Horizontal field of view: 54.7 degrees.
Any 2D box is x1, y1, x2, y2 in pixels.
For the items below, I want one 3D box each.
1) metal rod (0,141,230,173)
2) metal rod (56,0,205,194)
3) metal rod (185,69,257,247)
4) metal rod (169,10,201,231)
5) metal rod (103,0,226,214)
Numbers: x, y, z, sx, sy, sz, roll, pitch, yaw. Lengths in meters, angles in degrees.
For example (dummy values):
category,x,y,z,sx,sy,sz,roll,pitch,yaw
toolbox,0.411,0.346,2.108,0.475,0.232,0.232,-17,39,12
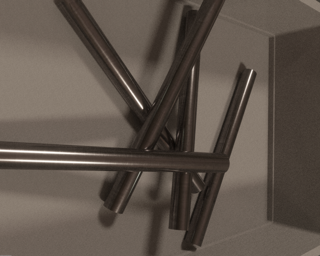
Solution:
category,x,y,z,sx,sy,sz,roll,pitch,yaw
metal rod,-0.053,0.032,0.323,0.302,0.025,0.025,5,87,-28
metal rod,-0.022,-0.024,0.390,0.025,0.025,0.299,-50,120,-29
metal rod,0.102,0.036,0.494,0.025,0.025,0.300,35,68,-35
metal rod,0.037,-0.021,0.413,0.025,0.025,0.299,18,71,-39
metal rod,0.010,-0.040,0.375,0.025,0.025,0.299,30,83,-37
